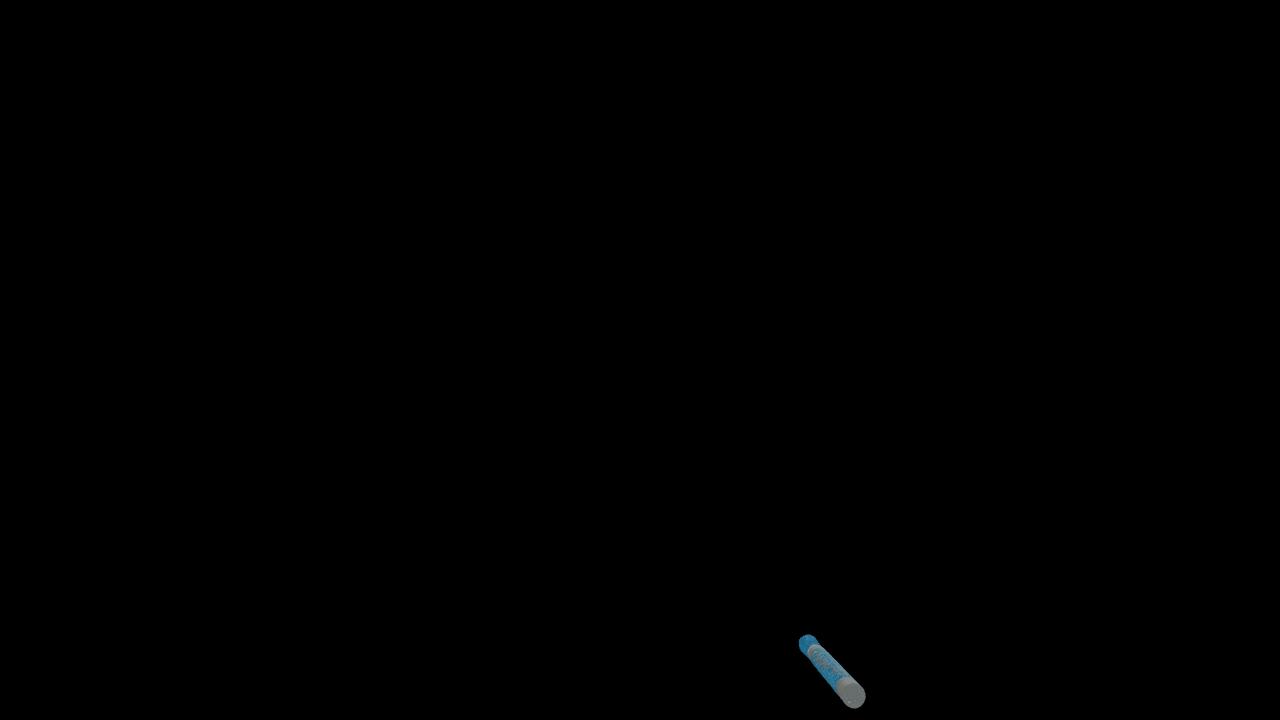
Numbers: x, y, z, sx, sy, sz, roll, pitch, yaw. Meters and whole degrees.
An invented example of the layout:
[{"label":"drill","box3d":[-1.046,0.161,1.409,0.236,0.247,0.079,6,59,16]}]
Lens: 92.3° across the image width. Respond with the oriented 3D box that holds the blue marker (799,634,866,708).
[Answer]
[{"label":"blue marker","box3d":[0.165,0.270,0.542,0.020,0.020,0.121,0,-6,-3]}]
